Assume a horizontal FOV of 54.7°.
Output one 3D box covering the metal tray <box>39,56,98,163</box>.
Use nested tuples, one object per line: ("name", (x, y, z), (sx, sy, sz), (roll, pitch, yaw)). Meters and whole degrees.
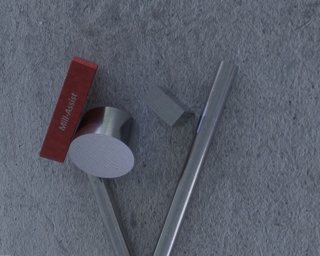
("metal tray", (-0.119, -0.029, 0.414), (0.030, 0.090, 0.129), (20, 98, -15))

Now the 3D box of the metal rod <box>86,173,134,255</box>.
("metal rod", (-0.059, 0.147, 0.428), (0.025, 0.025, 0.299), (-23, 83, 18))

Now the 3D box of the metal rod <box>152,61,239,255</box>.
("metal rod", (0.037, 0.063, 0.395), (0.025, 0.025, 0.298), (21, 97, 18))

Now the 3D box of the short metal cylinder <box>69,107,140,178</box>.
("short metal cylinder", (-0.069, 0.019, 0.397), (0.080, 0.050, 0.079), (3, 132, 4))

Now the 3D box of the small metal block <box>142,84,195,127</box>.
("small metal block", (0.012, -0.027, 0.391), (0.050, 0.050, 0.025), (43, 104, 14))
